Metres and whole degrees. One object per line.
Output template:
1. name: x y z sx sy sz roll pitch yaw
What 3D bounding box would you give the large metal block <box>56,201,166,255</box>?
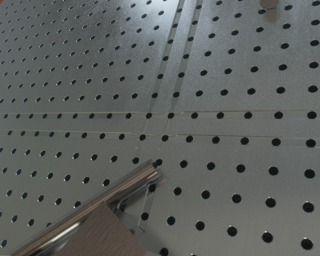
1. large metal block: -0.053 0.140 0.333 0.080 0.050 0.080 35 81 38

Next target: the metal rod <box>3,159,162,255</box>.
1. metal rod: -0.130 0.131 0.393 0.300 0.025 0.025 -34 52 5

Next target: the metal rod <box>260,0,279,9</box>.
1. metal rod: 0.175 -0.309 0.505 0.025 0.025 0.299 -5 59 25
